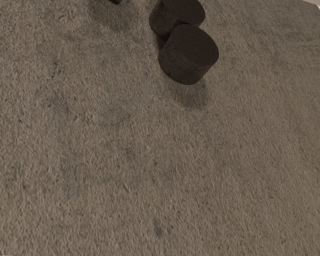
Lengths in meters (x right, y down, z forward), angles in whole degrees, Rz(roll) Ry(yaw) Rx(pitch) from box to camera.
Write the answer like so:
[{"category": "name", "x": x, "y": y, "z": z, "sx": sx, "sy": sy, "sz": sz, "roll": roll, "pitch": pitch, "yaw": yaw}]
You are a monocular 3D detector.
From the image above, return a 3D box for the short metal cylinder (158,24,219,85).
[{"category": "short metal cylinder", "x": 0.044, "y": -0.114, "z": 0.483, "sx": 0.081, "sy": 0.050, "sz": 0.080, "roll": 14, "pitch": 56, "yaw": -21}]

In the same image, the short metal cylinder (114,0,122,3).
[{"category": "short metal cylinder", "x": -0.067, "y": -0.245, "z": 0.483, "sx": 0.050, "sy": 0.080, "sz": 0.080, "roll": 27, "pitch": 52, "yaw": -12}]

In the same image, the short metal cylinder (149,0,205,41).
[{"category": "short metal cylinder", "x": 0.028, "y": -0.186, "z": 0.518, "sx": 0.081, "sy": 0.050, "sz": 0.080, "roll": 14, "pitch": 56, "yaw": -21}]
